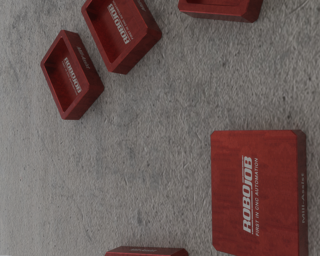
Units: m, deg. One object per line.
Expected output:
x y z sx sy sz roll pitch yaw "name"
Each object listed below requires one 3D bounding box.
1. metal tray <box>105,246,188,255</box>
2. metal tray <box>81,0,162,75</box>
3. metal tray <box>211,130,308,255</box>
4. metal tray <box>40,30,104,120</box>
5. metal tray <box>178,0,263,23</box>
-0.016 0.210 0.415 0.130 0.030 0.090 -16 80 38 "metal tray"
-0.060 -0.155 0.451 0.090 0.030 0.130 -39 66 33 "metal tray"
0.100 0.067 0.319 0.090 0.030 0.129 -1 89 40 "metal tray"
-0.153 -0.089 0.527 0.090 0.030 0.130 -42 65 32 "metal tray"
0.076 -0.187 0.338 0.090 0.030 0.129 22 104 38 "metal tray"
